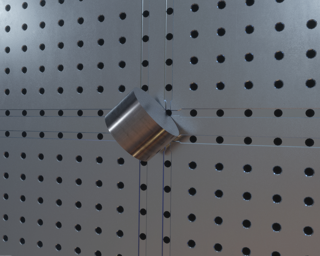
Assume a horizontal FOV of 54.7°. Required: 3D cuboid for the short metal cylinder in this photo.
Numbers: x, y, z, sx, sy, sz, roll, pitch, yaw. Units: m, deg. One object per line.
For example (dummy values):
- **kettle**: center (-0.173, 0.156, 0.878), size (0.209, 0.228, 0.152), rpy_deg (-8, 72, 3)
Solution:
- **short metal cylinder**: center (-0.022, -0.005, 0.389), size (0.050, 0.080, 0.080), rpy_deg (-42, 77, 15)
